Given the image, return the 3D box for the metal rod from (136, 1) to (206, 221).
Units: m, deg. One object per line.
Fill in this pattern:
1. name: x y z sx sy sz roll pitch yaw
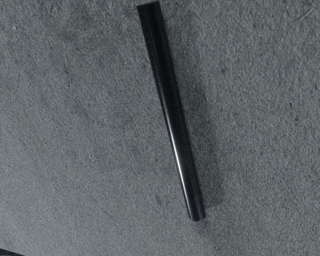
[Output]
1. metal rod: 0.021 -0.002 0.394 0.025 0.025 0.299 0 119 28
